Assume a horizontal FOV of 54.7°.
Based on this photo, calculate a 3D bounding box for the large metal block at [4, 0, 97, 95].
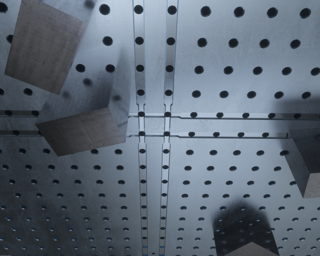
[{"bbox_3d":[-0.100,-0.092,0.295,0.050,0.080,0.080,22,127,-18],"label":"large metal block"}]

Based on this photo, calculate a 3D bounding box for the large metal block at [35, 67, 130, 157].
[{"bbox_3d":[-0.083,-0.020,0.357,0.080,0.080,0.050,-12,129,10],"label":"large metal block"}]

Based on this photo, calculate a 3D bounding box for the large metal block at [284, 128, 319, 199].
[{"bbox_3d":[0.224,0.044,0.417,0.080,0.080,0.050,-6,130,4],"label":"large metal block"}]

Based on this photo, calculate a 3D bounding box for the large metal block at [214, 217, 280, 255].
[{"bbox_3d":[0.162,0.222,0.587,0.080,0.050,0.080,33,123,-25],"label":"large metal block"}]
